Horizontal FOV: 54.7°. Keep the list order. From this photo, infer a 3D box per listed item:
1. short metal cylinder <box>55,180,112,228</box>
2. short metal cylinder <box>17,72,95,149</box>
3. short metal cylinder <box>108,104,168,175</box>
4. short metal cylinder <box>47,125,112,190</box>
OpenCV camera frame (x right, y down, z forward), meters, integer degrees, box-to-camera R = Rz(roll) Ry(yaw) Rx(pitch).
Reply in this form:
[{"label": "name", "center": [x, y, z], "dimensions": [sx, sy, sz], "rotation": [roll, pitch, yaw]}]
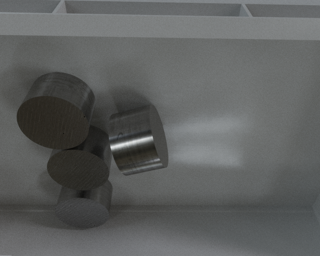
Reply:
[{"label": "short metal cylinder", "center": [-0.118, 0.114, 0.488], "dimensions": [0.081, 0.050, 0.079], "rotation": [0, 130, 0]}, {"label": "short metal cylinder", "center": [-0.122, -0.020, 0.374], "dimensions": [0.081, 0.050, 0.079], "rotation": [0, 130, 0]}, {"label": "short metal cylinder", "center": [-0.025, 0.015, 0.386], "dimensions": [0.050, 0.080, 0.080], "rotation": [-13, 129, 10]}, {"label": "short metal cylinder", "center": [-0.107, 0.041, 0.426], "dimensions": [0.081, 0.050, 0.079], "rotation": [0, 130, 0]}]
